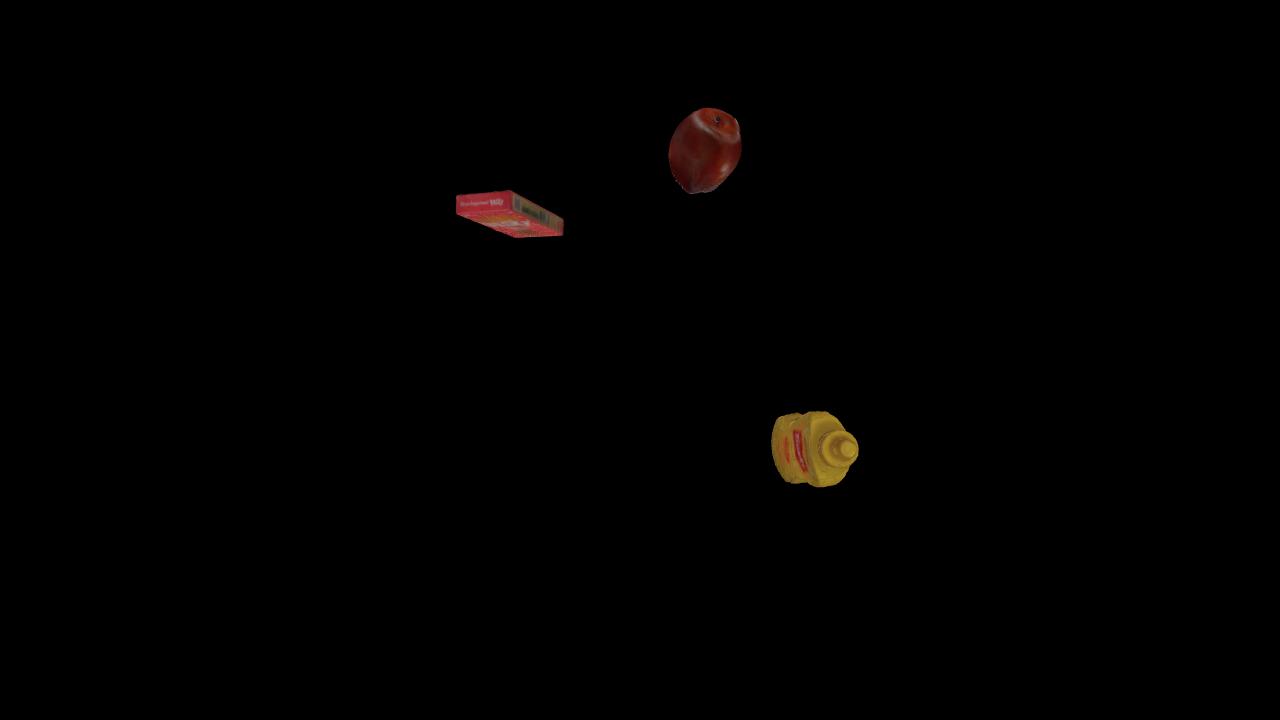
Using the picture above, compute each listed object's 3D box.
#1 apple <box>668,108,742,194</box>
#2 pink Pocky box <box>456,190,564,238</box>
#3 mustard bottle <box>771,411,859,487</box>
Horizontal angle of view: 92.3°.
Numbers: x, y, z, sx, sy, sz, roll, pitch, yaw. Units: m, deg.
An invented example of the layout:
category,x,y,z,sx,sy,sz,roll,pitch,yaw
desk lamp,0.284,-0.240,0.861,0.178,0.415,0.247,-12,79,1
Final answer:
category,x,y,z,sx,sy,sz,roll,pitch,yaw
apple,0.071,-0.231,0.680,0.079,0.079,0.093,0,-34,-19
pink Pocky box,-0.178,-0.201,0.863,0.084,0.029,0.155,1,-1,19
mustard bottle,0.212,0.106,0.738,0.054,0.092,0.184,2,-8,-6
